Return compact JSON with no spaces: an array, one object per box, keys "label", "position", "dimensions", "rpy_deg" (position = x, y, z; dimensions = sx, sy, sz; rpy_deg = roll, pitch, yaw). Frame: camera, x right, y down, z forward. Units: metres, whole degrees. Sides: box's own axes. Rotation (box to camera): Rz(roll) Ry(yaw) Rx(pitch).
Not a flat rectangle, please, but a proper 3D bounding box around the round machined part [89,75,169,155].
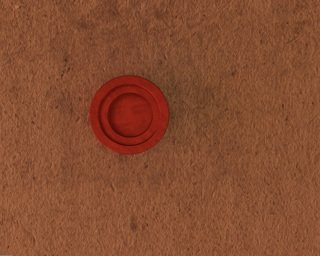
[{"label":"round machined part","position":[-0.038,-0.016,0.401],"dimensions":[0.099,0.042,0.097],"rpy_deg":[0,90,0]}]
